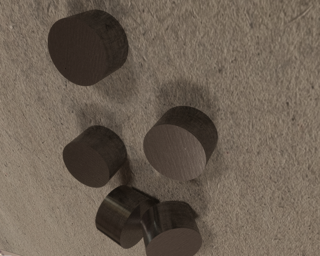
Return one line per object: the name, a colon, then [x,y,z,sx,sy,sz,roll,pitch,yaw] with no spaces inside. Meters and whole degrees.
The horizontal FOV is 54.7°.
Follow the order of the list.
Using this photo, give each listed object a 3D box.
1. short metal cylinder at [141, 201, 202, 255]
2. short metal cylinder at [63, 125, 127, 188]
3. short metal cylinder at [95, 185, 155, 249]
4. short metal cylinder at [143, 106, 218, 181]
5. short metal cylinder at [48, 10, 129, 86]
short metal cylinder: [0.015,0.153,0.452,0.081,0.050,0.079,-6,124,-9]
short metal cylinder: [-0.097,0.043,0.466,0.080,0.050,0.079,13,124,20]
short metal cylinder: [-0.051,0.135,0.474,0.050,0.081,0.079,23,128,30]
short metal cylinder: [0.026,0.019,0.387,0.080,0.050,0.079,13,124,20]
short metal cylinder: [-0.086,-0.097,0.374,0.080,0.050,0.079,13,124,20]
